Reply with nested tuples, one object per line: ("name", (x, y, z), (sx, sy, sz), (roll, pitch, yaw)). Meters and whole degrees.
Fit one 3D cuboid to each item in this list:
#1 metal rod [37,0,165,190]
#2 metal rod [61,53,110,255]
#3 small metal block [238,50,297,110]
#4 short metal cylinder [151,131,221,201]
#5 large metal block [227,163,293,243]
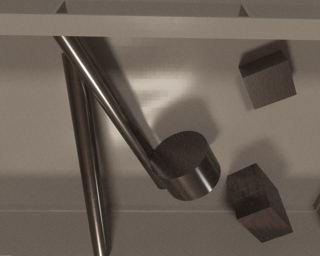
("metal rod", (-0.047, -0.012, 0.381), (0.025, 0.025, 0.299), (-17, 133, 13))
("metal rod", (-0.091, 0.053, 0.402), (0.025, 0.025, 0.298), (-1, 115, 1))
("small metal block", (0.126, -0.056, 0.364), (0.050, 0.025, 0.050), (-21, 128, 16))
("short metal cylinder", (0.035, 0.050, 0.416), (0.080, 0.080, 0.050), (-21, 127, 16))
("large metal block", (0.151, 0.114, 0.473), (0.050, 0.080, 0.080), (-30, 124, 23))
